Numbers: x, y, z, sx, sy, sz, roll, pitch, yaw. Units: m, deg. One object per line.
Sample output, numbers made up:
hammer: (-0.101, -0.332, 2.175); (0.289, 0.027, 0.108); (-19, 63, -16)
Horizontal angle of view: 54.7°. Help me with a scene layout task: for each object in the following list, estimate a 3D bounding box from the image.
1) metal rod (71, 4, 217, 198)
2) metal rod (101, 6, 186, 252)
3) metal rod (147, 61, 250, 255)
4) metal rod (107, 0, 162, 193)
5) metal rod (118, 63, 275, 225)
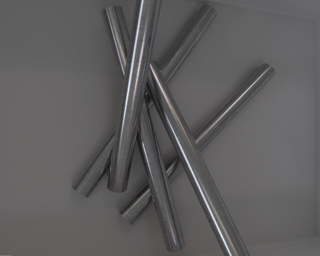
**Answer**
metal rod: (-0.014, -0.043, 0.405); (0.025, 0.025, 0.300); (38, 78, -16)
metal rod: (-0.018, 0.006, 0.375); (0.025, 0.025, 0.298); (-17, 96, -19)
metal rod: (0.045, 0.056, 0.353); (0.025, 0.025, 0.299); (-20, 76, -19)
metal rod: (-0.024, -0.063, 0.330); (0.025, 0.025, 0.298); (4, 112, -20)
metal rod: (0.060, 0.013, 0.432); (0.301, 0.025, 0.025); (-44, 104, -15)
